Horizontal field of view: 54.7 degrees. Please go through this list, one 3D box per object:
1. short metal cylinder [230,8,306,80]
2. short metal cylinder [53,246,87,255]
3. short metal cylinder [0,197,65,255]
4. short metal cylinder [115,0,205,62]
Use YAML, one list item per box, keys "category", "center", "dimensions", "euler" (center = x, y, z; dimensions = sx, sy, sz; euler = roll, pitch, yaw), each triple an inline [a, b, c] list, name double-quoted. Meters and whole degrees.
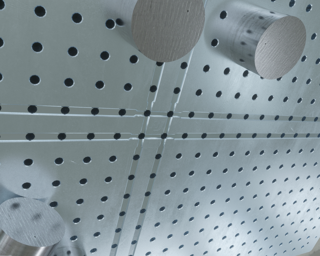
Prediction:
- category: "short metal cylinder"
  center: [0.140, -0.110, 0.403]
  dimensions: [0.081, 0.050, 0.079]
  euler: [-14, 124, -21]
- category: "short metal cylinder"
  center: [-0.142, 0.222, 0.455]
  dimensions: [0.081, 0.050, 0.079]
  euler: [-14, 124, -21]
- category: "short metal cylinder"
  center: [-0.162, 0.128, 0.367]
  dimensions: [0.080, 0.080, 0.050]
  euler: [23, 106, -37]
- category: "short metal cylinder"
  center: [-0.001, -0.115, 0.323]
  dimensions: [0.081, 0.050, 0.079]
  euler: [-14, 124, -21]
